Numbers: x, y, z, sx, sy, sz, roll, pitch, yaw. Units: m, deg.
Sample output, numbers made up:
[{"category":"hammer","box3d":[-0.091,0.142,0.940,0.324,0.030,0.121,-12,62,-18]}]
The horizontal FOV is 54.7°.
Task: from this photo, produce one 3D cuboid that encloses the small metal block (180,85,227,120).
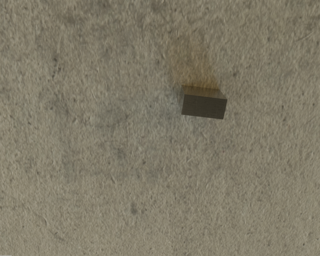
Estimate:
[{"category":"small metal block","box3d":[0.052,-0.033,0.385,0.050,0.050,0.025,7,110,-3]}]
